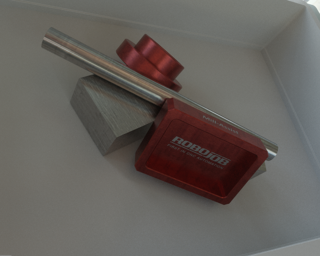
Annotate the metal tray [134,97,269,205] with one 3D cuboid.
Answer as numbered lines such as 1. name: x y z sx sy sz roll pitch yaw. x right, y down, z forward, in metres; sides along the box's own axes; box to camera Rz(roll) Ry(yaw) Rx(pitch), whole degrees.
1. metal tray: 0.047 0.031 0.366 0.131 0.089 0.030 24 25 -15

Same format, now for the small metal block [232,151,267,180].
1. small metal block: 0.115 0.043 0.425 0.025 0.050 0.050 14 56 -21

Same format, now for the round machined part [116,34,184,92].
1. round machined part: -0.007 -0.086 0.410 0.098 0.042 0.098 39 13 -10

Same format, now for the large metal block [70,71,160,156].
1. large metal block: -0.049 -0.024 0.377 0.081 0.050 0.080 -25 76 -37

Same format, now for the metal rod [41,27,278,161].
1. metal rod: 0.011 -0.033 0.365 0.301 0.025 0.025 26 53 -13
